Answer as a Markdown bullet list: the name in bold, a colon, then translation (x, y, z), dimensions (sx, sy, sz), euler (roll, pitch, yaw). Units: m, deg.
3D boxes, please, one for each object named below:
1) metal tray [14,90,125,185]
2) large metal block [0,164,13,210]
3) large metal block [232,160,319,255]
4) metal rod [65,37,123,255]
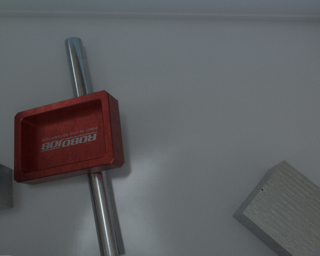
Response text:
- **metal tray**: translation (-0.113, 0.013, 0.379), dimensions (0.130, 0.030, 0.090), euler (-13, 72, 13)
- **large metal block**: translation (-0.226, 0.070, 0.352), dimensions (0.081, 0.080, 0.050), euler (-10, 71, -4)
- **large metal block**: translation (0.147, 0.098, 0.362), dimensions (0.080, 0.050, 0.080), euler (40, 75, 13)
- **metal rod**: translation (-0.091, 0.011, 0.404), dimensions (0.025, 0.025, 0.299), euler (-13, 71, -5)
